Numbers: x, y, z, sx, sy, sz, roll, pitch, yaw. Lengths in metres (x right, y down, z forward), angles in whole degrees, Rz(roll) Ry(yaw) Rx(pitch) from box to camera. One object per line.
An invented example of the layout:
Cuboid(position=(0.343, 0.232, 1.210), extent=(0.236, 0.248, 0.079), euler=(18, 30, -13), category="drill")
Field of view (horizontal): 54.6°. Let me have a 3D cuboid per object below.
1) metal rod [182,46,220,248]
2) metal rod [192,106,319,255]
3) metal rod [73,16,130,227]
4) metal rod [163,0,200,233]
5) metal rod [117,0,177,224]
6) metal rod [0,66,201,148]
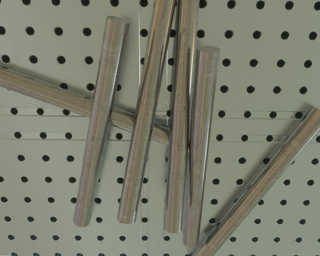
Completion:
Cuboid(position=(0.049, 0.045, 0.404), extent=(0.025, 0.025, 0.298), euler=(1, 120, 0), category="metal rod")
Cuboid(position=(0.134, 0.098, 0.450), extent=(0.025, 0.025, 0.299), euler=(30, 107, -11), category="metal rod")
Cuboid(position=(-0.080, 0.013, 0.393), extent=(0.025, 0.025, 0.298), euler=(14, 118, -5), category="metal rod")
Cuboid(position=(0.025, -0.011, 0.386), extent=(0.025, 0.025, 0.298), euler=(3, 102, -1), category="metal rod")
Cuboid(position=(-0.017, -0.023, 0.381), extent=(0.025, 0.025, 0.298), euler=(10, 101, -4), category="metal rod")
Cuboid(position=(-0.078, -0.021, 0.404), extent=(0.301, 0.025, 0.025), euler=(20, 109, -7), category="metal rod")
